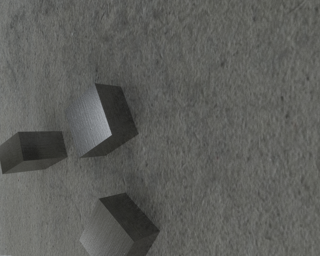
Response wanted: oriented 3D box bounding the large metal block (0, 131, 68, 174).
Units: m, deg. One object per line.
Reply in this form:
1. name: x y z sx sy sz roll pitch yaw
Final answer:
1. large metal block: -0.227 0.043 0.553 0.080 0.081 0.050 -26 74 36

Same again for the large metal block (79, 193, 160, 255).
1. large metal block: -0.059 0.151 0.435 0.080 0.050 0.079 40 114 32

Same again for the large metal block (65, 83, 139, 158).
1. large metal block: -0.089 -0.009 0.459 0.080 0.050 0.080 -33 70 35
